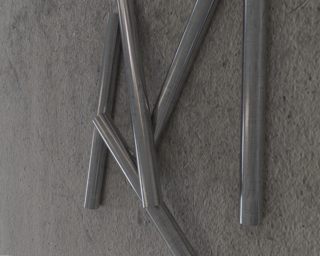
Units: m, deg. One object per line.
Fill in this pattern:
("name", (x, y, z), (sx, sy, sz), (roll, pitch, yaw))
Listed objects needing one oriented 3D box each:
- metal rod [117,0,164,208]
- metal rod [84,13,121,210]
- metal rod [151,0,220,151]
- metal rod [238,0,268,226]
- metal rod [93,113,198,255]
("metal rod", (-0.030, -0.050, 0.403), (0.025, 0.025, 0.299), (-23, 68, 38))
("metal rod", (-0.087, -0.021, 0.476), (0.025, 0.025, 0.298), (14, 99, 39))
("metal rod", (0.022, -0.068, 0.386), (0.025, 0.025, 0.298), (35, 111, 34))
("metal rod", (0.098, -0.050, 0.323), (0.025, 0.025, 0.298), (2, 91, 40))
("metal rod", (-0.001, 0.105, 0.383), (0.025, 0.025, 0.299), (-44, 70, 31))
